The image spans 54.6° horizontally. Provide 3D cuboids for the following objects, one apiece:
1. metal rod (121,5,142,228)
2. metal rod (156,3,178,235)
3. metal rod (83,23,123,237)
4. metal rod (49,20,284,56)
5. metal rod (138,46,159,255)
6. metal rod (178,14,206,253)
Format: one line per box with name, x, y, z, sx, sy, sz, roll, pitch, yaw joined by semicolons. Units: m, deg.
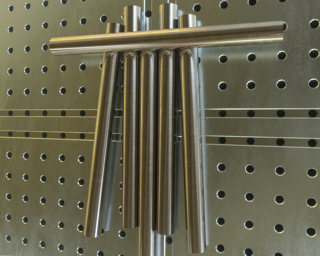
metal rod;-0.039;-0.015;0.427;0.025;0.025;0.298;1;90;20
metal rod;0.010;-0.011;0.411;0.025;0.025;0.298;1;90;20
metal rod;-0.079;0.004;0.440;0.025;0.025;0.298;8;93;20
metal rod;-0.007;-0.110;0.389;0.301;0.025;0.025;2;91;20
metal rod;-0.016;0.041;0.418;0.025;0.025;0.298;1;91;20
metal rod;0.041;0.007;0.399;0.025;0.025;0.298;-3;89;20
